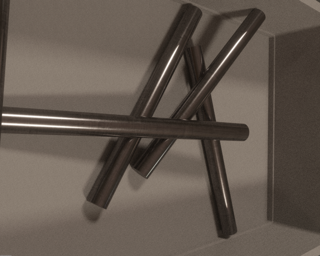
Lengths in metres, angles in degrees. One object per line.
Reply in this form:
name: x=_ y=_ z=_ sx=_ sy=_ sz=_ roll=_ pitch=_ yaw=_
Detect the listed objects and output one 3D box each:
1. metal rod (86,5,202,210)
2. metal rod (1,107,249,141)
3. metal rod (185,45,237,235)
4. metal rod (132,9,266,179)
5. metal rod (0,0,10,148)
metal rod: x=-0.011 y=-0.041 z=0.399 sx=0.025 sy=0.025 sz=0.300 roll=39 pitch=66 yaw=-33
metal rod: x=-0.015 y=-0.001 z=0.360 sx=0.303 sy=0.025 sz=0.025 roll=3 pitch=88 yaw=-30
metal rod: x=0.081 y=0.025 z=0.476 sx=0.025 sy=0.025 sz=0.298 roll=-22 pitch=104 yaw=-38
metal rod: x=0.062 y=-0.058 z=0.430 sx=0.025 sy=0.025 sz=0.300 roll=47 pitch=71 yaw=-30
metal rod: x=-0.148 y=-0.024 z=0.265 sx=0.025 sy=0.025 sz=0.298 roll=6 pitch=81 yaw=-40
